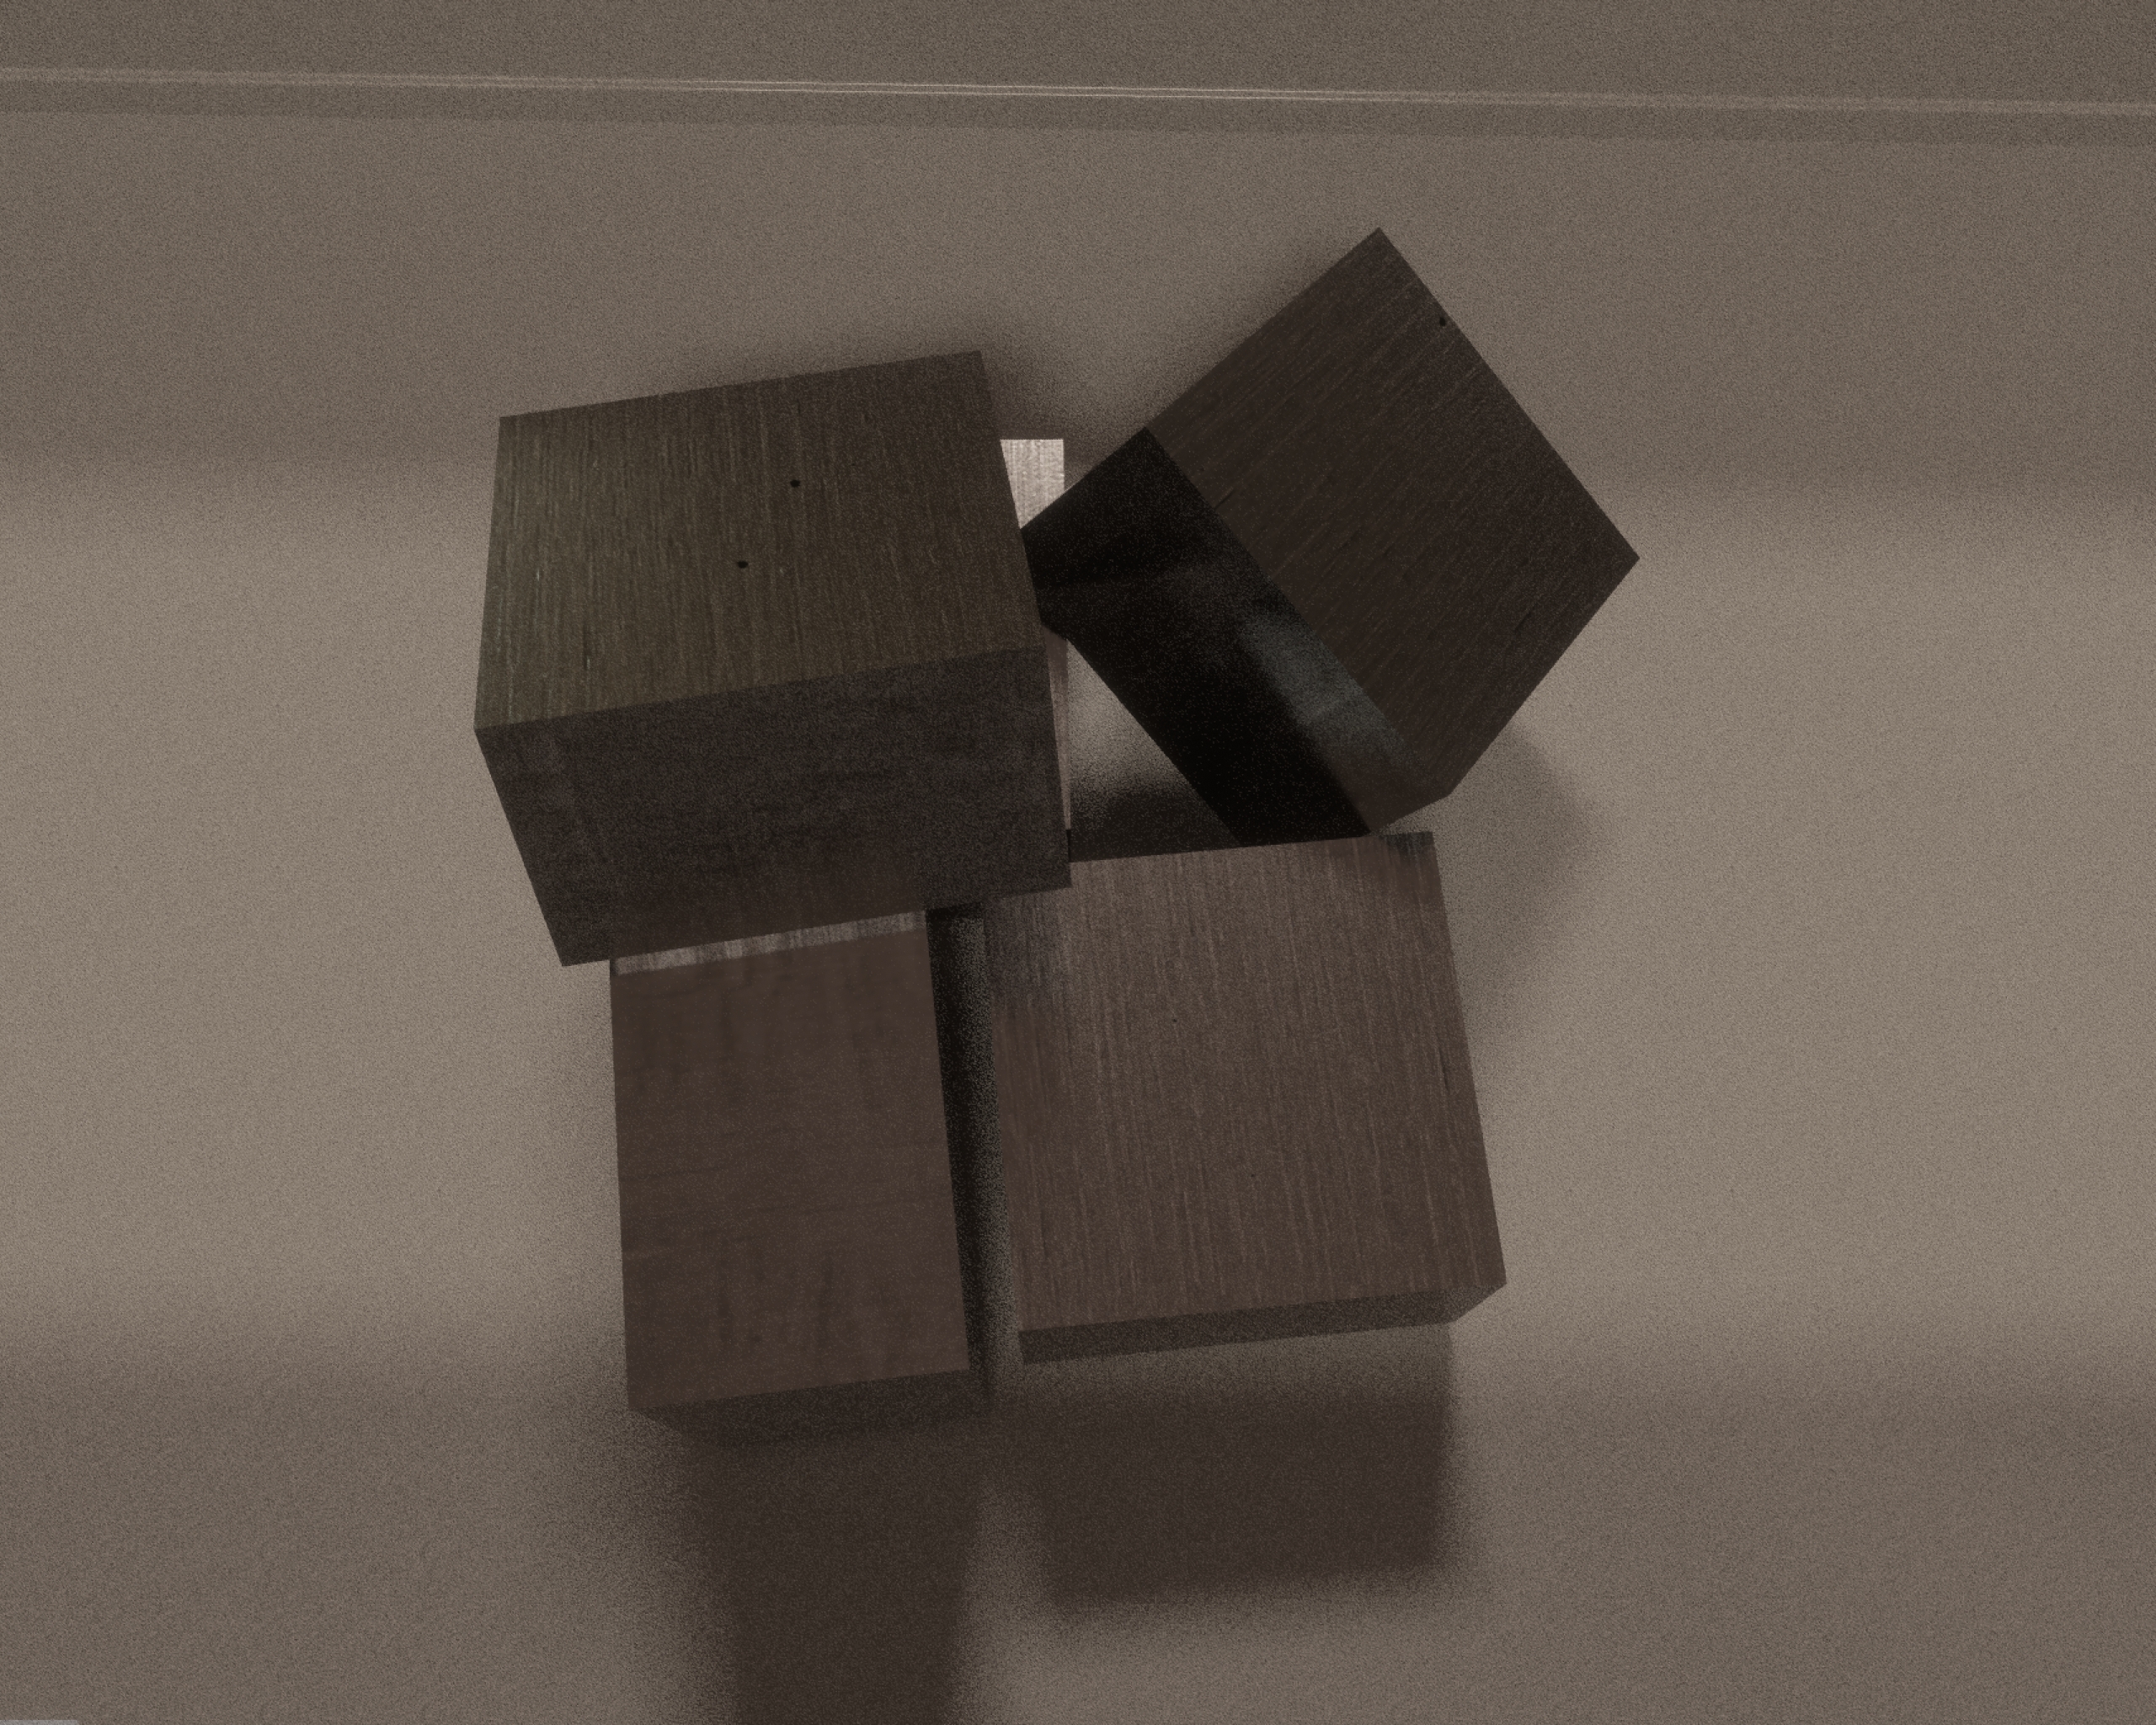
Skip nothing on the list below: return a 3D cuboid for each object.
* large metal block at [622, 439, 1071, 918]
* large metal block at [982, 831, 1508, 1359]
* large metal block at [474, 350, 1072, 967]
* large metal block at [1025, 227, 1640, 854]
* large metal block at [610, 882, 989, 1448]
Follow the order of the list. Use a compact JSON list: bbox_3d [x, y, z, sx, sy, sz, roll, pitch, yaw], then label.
[{"bbox_3d":[-0.042,-0.034,0.407,0.081,0.050,0.080,-1,70,-1],"label":"large metal block"},{"bbox_3d":[0.026,0.044,0.377,0.081,0.050,0.080,-5,70,-2],"label":"large metal block"},{"bbox_3d":[-0.048,-0.035,0.338,0.081,0.050,0.080,-9,45,-3],"label":"large metal block"},{"bbox_3d":[0.046,-0.057,0.389,0.080,0.050,0.080,50,54,-8],"label":"large metal block"},{"bbox_3d":[-0.046,0.054,0.359,0.050,0.080,0.080,-6,70,-3],"label":"large metal block"}]
